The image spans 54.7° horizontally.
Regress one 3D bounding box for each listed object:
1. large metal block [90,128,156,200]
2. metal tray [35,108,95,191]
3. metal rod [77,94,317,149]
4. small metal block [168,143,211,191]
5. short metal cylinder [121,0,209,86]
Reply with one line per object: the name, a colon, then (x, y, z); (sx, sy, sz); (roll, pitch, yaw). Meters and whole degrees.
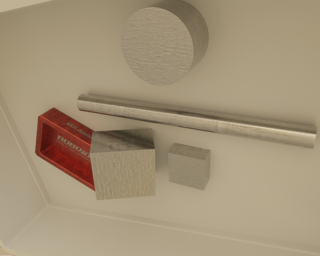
large metal block: (-0.049, 0.049, 0.425); (0.081, 0.050, 0.079); (-3, 122, -6)
metal tray: (-0.136, 0.036, 0.496); (0.130, 0.030, 0.089); (29, 128, 9)
metal rod: (0.027, -0.013, 0.385); (0.301, 0.025, 0.025); (10, 123, 22)
small metal block: (0.040, 0.052, 0.419); (0.050, 0.025, 0.050); (11, 123, 22)
short metal cylinder: (0.006, -0.092, 0.332); (0.080, 0.050, 0.079); (13, 124, 20)
